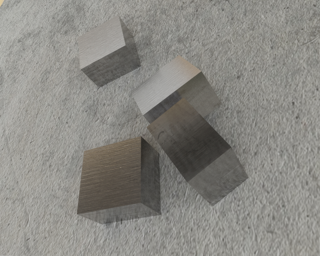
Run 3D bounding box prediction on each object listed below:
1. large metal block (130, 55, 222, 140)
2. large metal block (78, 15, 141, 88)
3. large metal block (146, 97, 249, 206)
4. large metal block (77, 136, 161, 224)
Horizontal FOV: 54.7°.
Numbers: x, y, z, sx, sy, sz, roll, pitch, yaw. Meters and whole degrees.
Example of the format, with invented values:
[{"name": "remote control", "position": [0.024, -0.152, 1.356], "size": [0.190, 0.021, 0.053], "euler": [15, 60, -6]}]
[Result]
[{"name": "large metal block", "position": [0.017, -0.038, 0.386], "size": [0.080, 0.050, 0.080], "euler": [-37, 30, 3]}, {"name": "large metal block", "position": [-0.084, -0.126, 0.510], "size": [0.080, 0.050, 0.080], "euler": [-25, 53, 13]}, {"name": "large metal block", "position": [0.041, 0.027, 0.330], "size": [0.050, 0.080, 0.080], "euler": [-39, 51, 2]}, {"name": "large metal block", "position": [-0.047, 0.065, 0.373], "size": [0.080, 0.050, 0.080], "euler": [-15, 56, 20]}]
